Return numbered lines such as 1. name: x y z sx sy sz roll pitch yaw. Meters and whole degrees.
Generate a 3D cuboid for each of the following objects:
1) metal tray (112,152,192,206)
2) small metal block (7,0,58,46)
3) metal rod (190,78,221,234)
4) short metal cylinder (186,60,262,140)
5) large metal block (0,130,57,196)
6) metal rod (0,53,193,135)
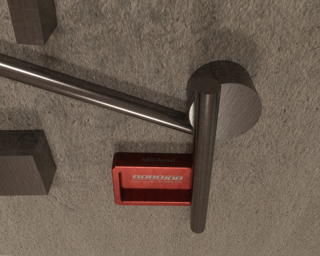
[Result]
1. metal tray: -0.004 0.080 0.471 0.131 0.030 0.089 1 130 -2
2. small metal block: -0.119 -0.113 0.293 0.025 0.050 0.050 4 130 -4
3. metal rod: 0.054 0.061 0.404 0.025 0.025 0.298 -3 137 2
4. short metal cylinder: 0.073 -0.032 0.365 0.081 0.050 0.079 -1 130 0
5. large metal block: -0.199 0.049 0.430 0.081 0.050 0.079 -1 130 0
6. metal rod: -0.094 -0.045 0.367 0.302 0.025 0.025 17 128 -15
